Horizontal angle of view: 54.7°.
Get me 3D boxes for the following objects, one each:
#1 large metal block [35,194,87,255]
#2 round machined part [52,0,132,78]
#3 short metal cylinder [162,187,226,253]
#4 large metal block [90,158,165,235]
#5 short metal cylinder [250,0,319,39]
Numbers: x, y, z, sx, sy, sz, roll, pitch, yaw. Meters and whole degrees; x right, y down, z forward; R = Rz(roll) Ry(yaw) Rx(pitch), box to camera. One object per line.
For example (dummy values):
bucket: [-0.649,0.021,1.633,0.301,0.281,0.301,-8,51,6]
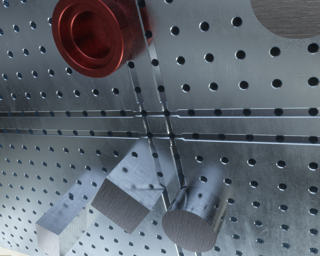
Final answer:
large metal block: [-0.185,0.188,0.590,0.050,0.080,0.079,22,127,15]
round machined part: [-0.076,-0.113,0.371,0.098,0.042,0.097,13,124,21]
short metal cylinder: [0.050,0.133,0.451,0.080,0.050,0.079,13,124,21]
large metal block: [-0.052,0.109,0.490,0.080,0.050,0.079,36,129,4]
short metal cylinder: [0.120,-0.120,0.257,0.080,0.050,0.079,13,124,21]
